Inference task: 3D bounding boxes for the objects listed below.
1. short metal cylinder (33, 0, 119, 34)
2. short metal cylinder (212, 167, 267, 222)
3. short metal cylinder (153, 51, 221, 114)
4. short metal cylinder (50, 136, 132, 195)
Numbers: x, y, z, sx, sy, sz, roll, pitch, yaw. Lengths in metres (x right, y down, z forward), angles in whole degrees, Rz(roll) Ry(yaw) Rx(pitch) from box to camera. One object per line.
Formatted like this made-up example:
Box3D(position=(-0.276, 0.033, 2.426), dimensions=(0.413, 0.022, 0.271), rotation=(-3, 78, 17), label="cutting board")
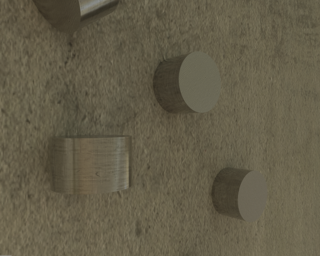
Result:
Box3D(position=(-0.085, -0.139, 0.298), dimensions=(0.050, 0.080, 0.080), rotation=(-43, 116, -32), label="short metal cylinder")
Box3D(position=(0.129, 0.106, 0.500), dimensions=(0.081, 0.050, 0.079), rotation=(0, 90, -40), label="short metal cylinder")
Box3D(position=(0.038, -0.060, 0.422), dimensions=(0.081, 0.050, 0.079), rotation=(0, 90, -40), label="short metal cylinder")
Box3D(position=(-0.069, 0.033, 0.313), dimensions=(0.081, 0.080, 0.050), rotation=(-1, 91, -40), label="short metal cylinder")
